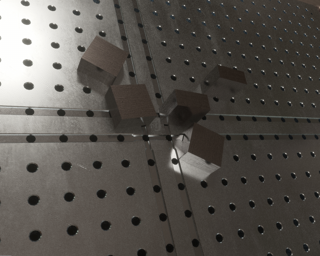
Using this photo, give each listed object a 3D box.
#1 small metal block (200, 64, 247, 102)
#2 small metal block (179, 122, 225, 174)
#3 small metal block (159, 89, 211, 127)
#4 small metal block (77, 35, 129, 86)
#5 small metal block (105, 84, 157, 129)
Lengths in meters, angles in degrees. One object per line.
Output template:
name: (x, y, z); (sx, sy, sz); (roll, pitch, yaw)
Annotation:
small metal block: (0.100, -0.070, 0.491); (0.050, 0.050, 0.025); (10, 58, -24)
small metal block: (0.058, 0.027, 0.425); (0.050, 0.025, 0.050); (26, 53, -13)
small metal block: (0.033, -0.026, 0.427); (0.050, 0.050, 0.025); (7, 59, -25)
small metal block: (-0.077, -0.091, 0.423); (0.050, 0.025, 0.050); (28, 52, -11)
small metal block: (-0.039, -0.029, 0.407); (0.050, 0.025, 0.050); (-7, 66, -32)
